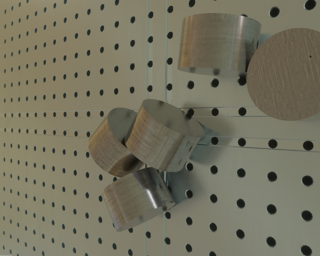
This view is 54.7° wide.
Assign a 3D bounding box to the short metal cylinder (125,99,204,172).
[{"bbox_3d":[0.005,0.007,0.370,0.080,0.081,0.050,42,116,32],"label":"short metal cylinder"}]

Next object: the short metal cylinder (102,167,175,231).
[{"bbox_3d":[-0.027,0.091,0.396,0.080,0.081,0.050,-41,66,32],"label":"short metal cylinder"}]

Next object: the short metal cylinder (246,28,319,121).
[{"bbox_3d":[0.129,-0.046,0.287,0.080,0.050,0.079,0,90,40],"label":"short metal cylinder"}]

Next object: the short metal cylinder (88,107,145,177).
[{"bbox_3d":[-0.047,0.019,0.413,0.050,0.081,0.080,-47,62,30],"label":"short metal cylinder"}]

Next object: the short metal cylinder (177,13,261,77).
[{"bbox_3d":[0.061,-0.083,0.323,0.080,0.081,0.050,10,97,39],"label":"short metal cylinder"}]
